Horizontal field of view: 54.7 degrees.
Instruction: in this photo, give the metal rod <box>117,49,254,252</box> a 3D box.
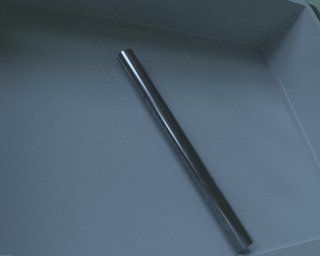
[{"bbox_3d":[0.026,0.019,0.409,0.025,0.025,0.299,-22,74,-36],"label":"metal rod"}]
